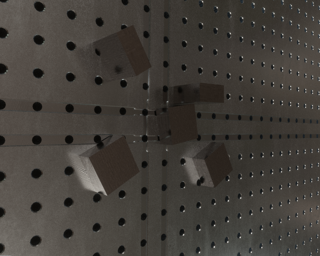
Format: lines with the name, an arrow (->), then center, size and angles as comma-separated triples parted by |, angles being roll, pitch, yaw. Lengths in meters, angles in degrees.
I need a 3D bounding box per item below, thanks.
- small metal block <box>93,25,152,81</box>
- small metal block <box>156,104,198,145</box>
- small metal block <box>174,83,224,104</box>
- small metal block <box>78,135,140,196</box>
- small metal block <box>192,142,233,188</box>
small metal block -> -0.044, -0.085, 0.358 | 0.025, 0.050, 0.050 | -38, 114, -34
small metal block -> 0.024, -0.006, 0.432 | 0.050, 0.025, 0.050 | -12, 98, -40
small metal block -> 0.055, -0.048, 0.441 | 0.050, 0.050, 0.025 | -1, 91, -40
small metal block -> -0.058, 0.042, 0.362 | 0.050, 0.025, 0.050 | -34, 111, -35
small metal block -> 0.082, 0.056, 0.481 | 0.050, 0.025, 0.050 | -35, 112, -35
